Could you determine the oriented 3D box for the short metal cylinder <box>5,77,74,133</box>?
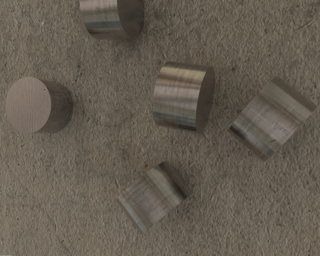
[{"bbox_3d":[-0.177,-0.032,0.458,0.080,0.050,0.080,0,90,20],"label":"short metal cylinder"}]

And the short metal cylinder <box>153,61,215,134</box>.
[{"bbox_3d":[0.030,-0.036,0.369,0.050,0.080,0.080,12,94,20],"label":"short metal cylinder"}]

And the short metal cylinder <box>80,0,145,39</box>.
[{"bbox_3d":[-0.059,-0.156,0.401,0.050,0.080,0.079,4,92,20],"label":"short metal cylinder"}]

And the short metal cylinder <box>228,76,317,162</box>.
[{"bbox_3d":[0.120,-0.009,0.337,0.050,0.080,0.080,42,103,15],"label":"short metal cylinder"}]

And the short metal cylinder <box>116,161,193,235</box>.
[{"bbox_3d":[-0.006,0.085,0.382,0.080,0.080,0.050,-43,77,15],"label":"short metal cylinder"}]
